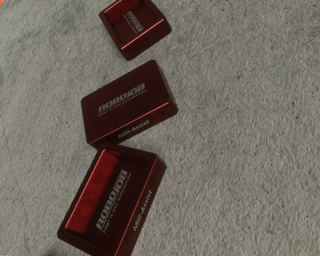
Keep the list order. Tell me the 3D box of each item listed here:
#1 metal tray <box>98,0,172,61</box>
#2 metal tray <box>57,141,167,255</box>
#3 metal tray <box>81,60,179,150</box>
[{"bbox_3d":[-0.047,-0.184,0.538,0.090,0.030,0.130,-34,51,5],"label":"metal tray"},{"bbox_3d":[-0.057,0.087,0.377,0.090,0.030,0.130,11,67,32],"label":"metal tray"},{"bbox_3d":[-0.048,-0.032,0.446,0.130,0.030,0.090,-27,52,11],"label":"metal tray"}]
